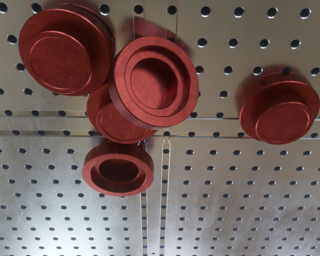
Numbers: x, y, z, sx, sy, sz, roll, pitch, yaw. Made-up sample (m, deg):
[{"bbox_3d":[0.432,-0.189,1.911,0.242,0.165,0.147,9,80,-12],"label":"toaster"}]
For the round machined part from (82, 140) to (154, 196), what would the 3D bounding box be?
[{"bbox_3d":[-0.058,0.053,0.442,0.099,0.042,0.097,0,134,0],"label":"round machined part"}]

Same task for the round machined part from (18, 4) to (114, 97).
[{"bbox_3d":[-0.101,-0.075,0.328,0.099,0.042,0.097,2,125,3],"label":"round machined part"}]

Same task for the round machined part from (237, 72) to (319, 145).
[{"bbox_3d":[0.150,-0.017,0.389,0.099,0.042,0.097,-1,131,0],"label":"round machined part"}]

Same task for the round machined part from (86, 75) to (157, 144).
[{"bbox_3d":[-0.042,-0.018,0.384,0.099,0.042,0.097,-1,131,0],"label":"round machined part"}]

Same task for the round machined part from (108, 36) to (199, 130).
[{"bbox_3d":[-0.010,-0.046,0.337,0.098,0.098,0.042,27,160,-21],"label":"round machined part"}]
